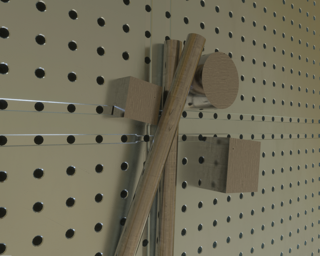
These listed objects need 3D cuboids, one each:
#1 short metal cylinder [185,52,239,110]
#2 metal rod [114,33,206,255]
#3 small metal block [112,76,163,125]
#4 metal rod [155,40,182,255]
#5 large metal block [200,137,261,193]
[{"bbox_3d":[0.070,-0.066,0.451,0.081,0.050,0.079,0,90,-40],"label":"short metal cylinder"},{"bbox_3d":[0.001,0.023,0.388,0.025,0.025,0.299,23,82,-38],"label":"metal rod"},{"bbox_3d":[-0.027,-0.032,0.386,0.050,0.025,0.050,13,81,-39],"label":"small metal block"},{"bbox_3d":[0.012,0.032,0.418,0.025,0.025,0.298,4,88,-40],"label":"metal rod"},{"bbox_3d":[0.111,0.057,0.487,0.081,0.050,0.080,8,85,-40],"label":"large metal block"}]
